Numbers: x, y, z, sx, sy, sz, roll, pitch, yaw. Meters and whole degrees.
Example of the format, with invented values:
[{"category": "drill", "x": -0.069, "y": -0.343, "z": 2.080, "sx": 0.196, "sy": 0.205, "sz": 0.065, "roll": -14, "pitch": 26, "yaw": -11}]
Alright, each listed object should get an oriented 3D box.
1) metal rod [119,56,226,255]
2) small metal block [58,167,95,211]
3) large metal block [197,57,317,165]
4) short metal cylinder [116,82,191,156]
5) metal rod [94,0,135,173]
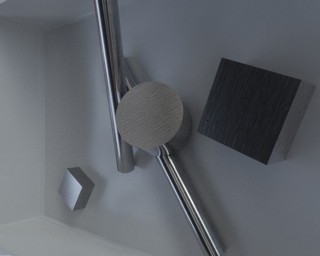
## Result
[{"category": "metal rod", "x": 0.000, "y": 0.021, "z": 0.405, "sx": 0.025, "sy": 0.025, "sz": 0.299, "roll": -41, "pitch": 65, "yaw": 32}, {"category": "small metal block", "x": -0.141, "y": 0.101, "z": 0.520, "sx": 0.050, "sy": 0.025, "sz": 0.050, "roll": 38, "pitch": 113, "yaw": 33}, {"category": "large metal block", "x": 0.095, "y": -0.018, "z": 0.311, "sx": 0.080, "sy": 0.050, "sz": 0.079, "roll": 27, "pitch": 107, "yaw": 36}, {"category": "short metal cylinder", "x": -0.006, "y": -0.009, "z": 0.374, "sx": 0.080, "sy": 0.050, "sz": 0.080, "roll": -4, "pitch": 74, "yaw": 15}, {"category": "metal rod", "x": -0.054, "y": -0.069, "z": 0.369, "sx": 0.025, "sy": 0.025, "sz": 0.298, "roll": 25, "pitch": 131, "yaw": 37}]
